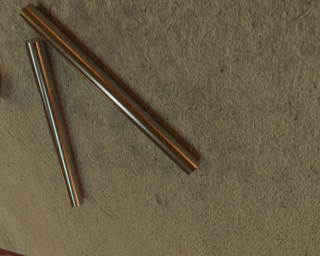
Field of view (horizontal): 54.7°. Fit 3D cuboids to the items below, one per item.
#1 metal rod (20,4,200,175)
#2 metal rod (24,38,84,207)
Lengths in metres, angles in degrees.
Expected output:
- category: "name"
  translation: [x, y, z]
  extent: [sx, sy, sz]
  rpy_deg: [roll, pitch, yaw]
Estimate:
- category: "metal rod"
  translation: [-0.063, -0.049, 0.409]
  extent: [0.300, 0.025, 0.025]
  rpy_deg: [43, 129, -2]
- category: "metal rod"
  translation: [-0.163, 0.009, 0.497]
  extent: [0.025, 0.025, 0.298]
  rpy_deg: [10, 123, 23]
